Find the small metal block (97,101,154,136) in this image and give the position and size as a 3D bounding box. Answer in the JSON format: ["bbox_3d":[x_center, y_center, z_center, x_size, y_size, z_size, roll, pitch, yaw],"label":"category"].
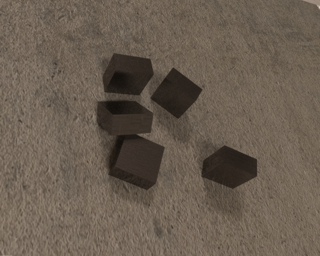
[{"bbox_3d":[-0.043,-0.013,0.373,0.050,0.025,0.050,-4,23,-30],"label":"small metal block"}]

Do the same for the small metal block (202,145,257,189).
[{"bbox_3d":[0.091,0.053,0.406,0.050,0.050,0.025,23,53,-15],"label":"small metal block"}]

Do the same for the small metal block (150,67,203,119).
[{"bbox_3d":[0.022,-0.047,0.430,0.050,0.050,0.025,36,51,-5],"label":"small metal block"}]

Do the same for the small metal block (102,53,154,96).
[{"bbox_3d":[-0.043,-0.069,0.408,0.050,0.050,0.025,2,61,-28],"label":"small metal block"}]

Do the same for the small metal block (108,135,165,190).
[{"bbox_3d":[-0.027,0.039,0.367,0.050,0.025,0.050,25,53,-13],"label":"small metal block"}]
